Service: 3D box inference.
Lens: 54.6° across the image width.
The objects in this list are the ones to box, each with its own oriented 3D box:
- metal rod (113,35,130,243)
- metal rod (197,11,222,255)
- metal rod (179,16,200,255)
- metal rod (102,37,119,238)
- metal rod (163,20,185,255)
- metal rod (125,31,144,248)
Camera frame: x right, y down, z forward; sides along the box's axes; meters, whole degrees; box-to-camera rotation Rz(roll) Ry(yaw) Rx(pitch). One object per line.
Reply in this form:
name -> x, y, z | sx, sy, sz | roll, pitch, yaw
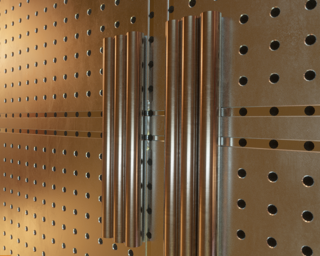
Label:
metal rod -> -0.055, 0.016, 0.456 | 0.025, 0.025, 0.298 | 1, 91, 40
metal rod -> 0.058, 0.017, 0.362 | 0.025, 0.025, 0.298 | 1, 91, 40
metal rod -> 0.037, 0.017, 0.379 | 0.025, 0.025, 0.298 | 1, 91, 40
metal rod -> -0.075, 0.015, 0.472 | 0.025, 0.025, 0.298 | 1, 91, 40
metal rod -> 0.018, 0.016, 0.395 | 0.025, 0.025, 0.298 | 1, 91, 40
metal rod -> -0.036, 0.016, 0.440 | 0.025, 0.025, 0.298 | 1, 91, 40
